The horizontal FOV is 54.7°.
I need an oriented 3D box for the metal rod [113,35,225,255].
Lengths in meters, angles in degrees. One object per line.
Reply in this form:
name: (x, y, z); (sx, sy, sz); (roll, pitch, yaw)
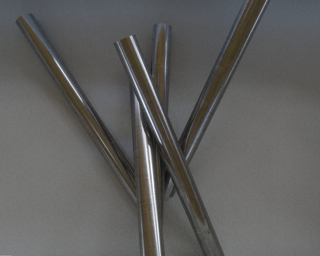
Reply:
metal rod: (0.017, 0.038, 0.368); (0.025, 0.025, 0.299); (-23, 105, 0)

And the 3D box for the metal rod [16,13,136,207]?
metal rod: (-0.097, -0.018, 0.410); (0.025, 0.025, 0.299); (-33, 90, 0)

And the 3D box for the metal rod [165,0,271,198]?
metal rod: (0.063, -0.044, 0.362); (0.025, 0.025, 0.298); (23, 110, -1)

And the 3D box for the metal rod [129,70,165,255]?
metal rod: (-0.016, 0.048, 0.352); (0.025, 0.025, 0.299); (-6, 66, 0)

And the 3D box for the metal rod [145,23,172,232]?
metal rod: (-0.004, 0.014, 0.396); (0.025, 0.025, 0.298); (3, 84, -1)
